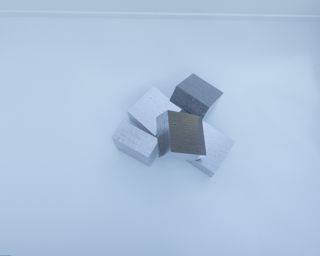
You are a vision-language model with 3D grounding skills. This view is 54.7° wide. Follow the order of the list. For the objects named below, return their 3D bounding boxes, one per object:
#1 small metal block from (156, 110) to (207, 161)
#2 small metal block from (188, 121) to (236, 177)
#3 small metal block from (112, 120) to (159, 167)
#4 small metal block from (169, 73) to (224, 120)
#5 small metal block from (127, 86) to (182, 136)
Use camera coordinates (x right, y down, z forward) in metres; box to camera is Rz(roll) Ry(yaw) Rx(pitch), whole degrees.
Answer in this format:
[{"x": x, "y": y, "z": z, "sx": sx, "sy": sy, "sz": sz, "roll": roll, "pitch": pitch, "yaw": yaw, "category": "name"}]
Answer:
[{"x": 0.025, "y": 0.010, "z": 0.366, "sx": 0.050, "sy": 0.025, "sz": 0.050, "roll": 9, "pitch": 66, "yaw": -32, "category": "small metal block"}, {"x": 0.060, "y": 0.027, "z": 0.399, "sx": 0.050, "sy": 0.025, "sz": 0.050, "roll": 34, "pitch": 73, "yaw": 11, "category": "small metal block"}, {"x": -0.029, "y": 0.020, "z": 0.386, "sx": 0.050, "sy": 0.050, "sz": 0.025, "roll": 28, "pitch": 73, "yaw": 9, "category": "small metal block"}, {"x": 0.049, "y": -0.042, "z": 0.412, "sx": 0.050, "sy": 0.025, "sz": 0.050, "roll": 35, "pitch": 41, "yaw": 11, "category": "small metal block"}, {"x": -0.007, "y": -0.019, "z": 0.414, "sx": 0.050, "sy": 0.025, "sz": 0.050, "roll": 42, "pitch": 75, "yaw": 13, "category": "small metal block"}]
